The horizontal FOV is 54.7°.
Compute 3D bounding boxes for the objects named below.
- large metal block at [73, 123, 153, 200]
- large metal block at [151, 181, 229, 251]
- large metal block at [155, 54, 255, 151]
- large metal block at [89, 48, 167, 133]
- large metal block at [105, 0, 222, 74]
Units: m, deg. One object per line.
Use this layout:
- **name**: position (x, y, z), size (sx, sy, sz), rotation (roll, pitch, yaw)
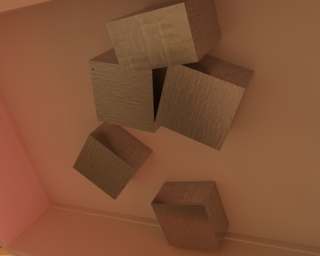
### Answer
- **large metal block**: position (-0.070, 0.046, 0.456), size (0.080, 0.050, 0.080), rotation (37, 129, 2)
- **large metal block**: position (0.045, 0.124, 0.445), size (0.080, 0.050, 0.080), rotation (-7, 115, 31)
- **large metal block**: position (0.048, -0.033, 0.346), size (0.080, 0.050, 0.079), rotation (24, 127, 13)
- **large metal block**: position (-0.034, -0.047, 0.379), size (0.080, 0.050, 0.079), rotation (12, 124, 21)
- **large metal block**: position (0.008, -0.096, 0.309), size (0.080, 0.080, 0.050), rotation (-3, 117, 29)
